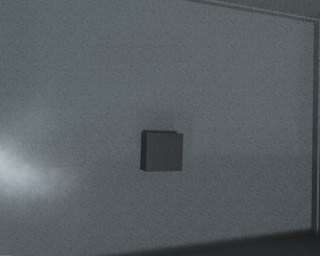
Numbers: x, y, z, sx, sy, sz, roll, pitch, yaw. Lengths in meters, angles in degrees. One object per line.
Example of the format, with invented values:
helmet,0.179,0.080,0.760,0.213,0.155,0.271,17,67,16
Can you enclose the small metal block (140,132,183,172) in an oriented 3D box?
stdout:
small metal block,0.002,0.031,0.412,0.050,0.025,0.050,2,89,-21
